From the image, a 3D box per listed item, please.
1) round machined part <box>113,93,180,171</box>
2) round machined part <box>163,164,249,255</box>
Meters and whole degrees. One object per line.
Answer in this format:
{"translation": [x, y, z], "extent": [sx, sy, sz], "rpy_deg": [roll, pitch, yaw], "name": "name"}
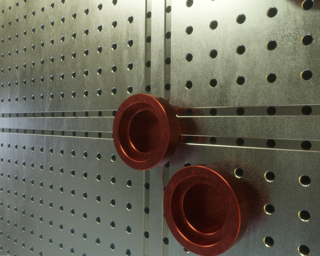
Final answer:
{"translation": [-0.014, 0.005, 0.408], "extent": [0.098, 0.042, 0.097], "rpy_deg": [0, 90, 39], "name": "round machined part"}
{"translation": [0.055, 0.089, 0.352], "extent": [0.098, 0.042, 0.097], "rpy_deg": [0, 90, 39], "name": "round machined part"}
